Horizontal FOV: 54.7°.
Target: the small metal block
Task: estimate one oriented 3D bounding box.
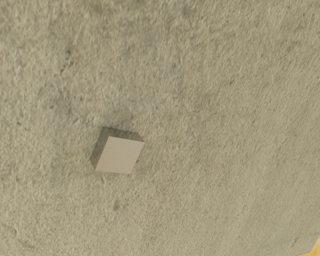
[{"bbox_3d":[-0.055,0.029,0.396,0.050,0.025,0.050,12,112,-34],"label":"small metal block"}]
